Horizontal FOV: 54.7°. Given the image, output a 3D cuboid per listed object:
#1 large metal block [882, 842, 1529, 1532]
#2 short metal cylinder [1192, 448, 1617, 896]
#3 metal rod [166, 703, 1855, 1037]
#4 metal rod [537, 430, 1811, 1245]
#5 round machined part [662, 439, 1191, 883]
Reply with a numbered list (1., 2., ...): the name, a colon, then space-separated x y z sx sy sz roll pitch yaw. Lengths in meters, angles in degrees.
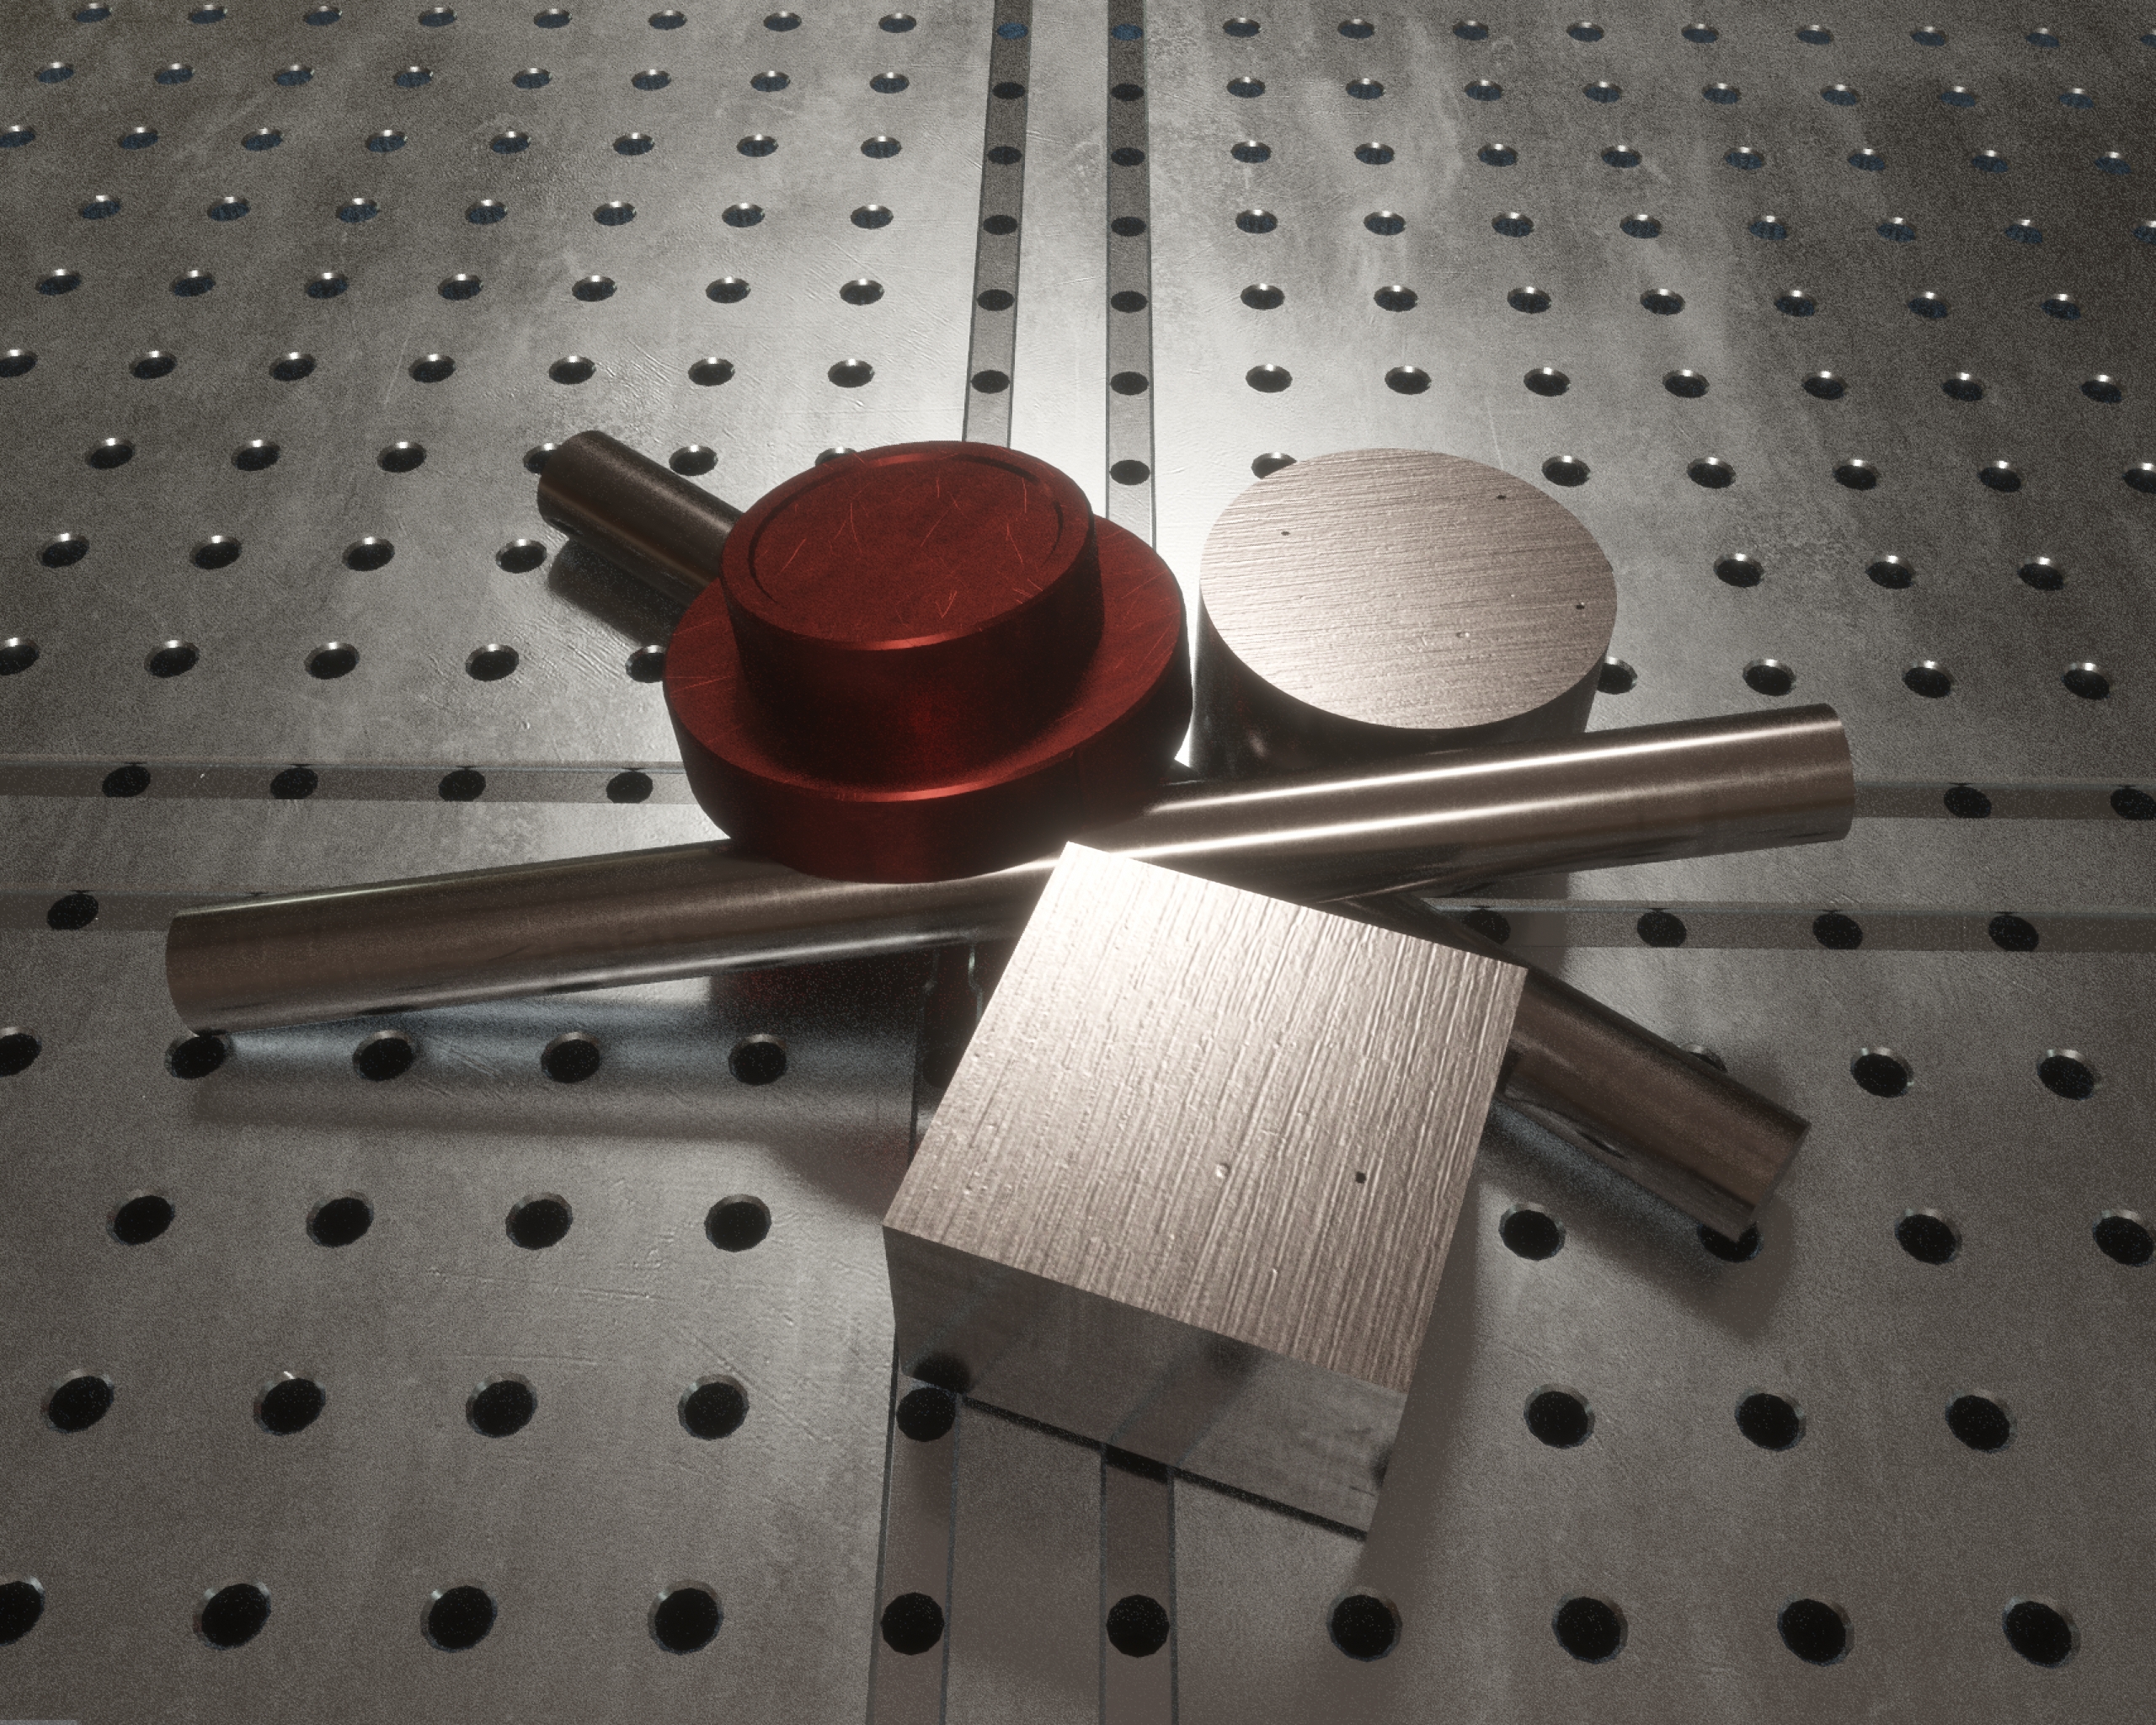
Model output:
1. large metal block: 0.022 0.052 0.345 0.080 0.050 0.080 16 52 12
2. short metal cylinder: 0.064 -0.039 0.424 0.081 0.050 0.080 0 50 0
3. metal rod: -0.014 0.002 0.382 0.302 0.025 0.025 -7 50 3
4. metal rod: 0.003 -0.016 0.421 0.300 0.025 0.025 31 57 23
5. round machined part: -0.029 -0.044 0.389 0.099 0.042 0.098 -4 41 4
